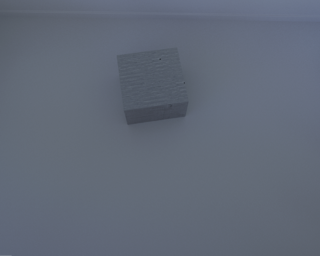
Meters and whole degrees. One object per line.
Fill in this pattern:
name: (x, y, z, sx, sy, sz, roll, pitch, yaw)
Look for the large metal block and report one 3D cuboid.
large metal block: (-0.011, -0.055, 0.417, 0.081, 0.050, 0.080, -8, 70, -4)
